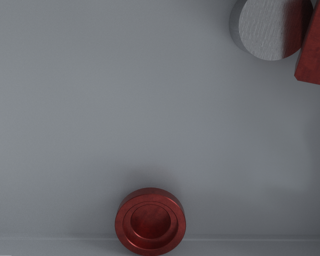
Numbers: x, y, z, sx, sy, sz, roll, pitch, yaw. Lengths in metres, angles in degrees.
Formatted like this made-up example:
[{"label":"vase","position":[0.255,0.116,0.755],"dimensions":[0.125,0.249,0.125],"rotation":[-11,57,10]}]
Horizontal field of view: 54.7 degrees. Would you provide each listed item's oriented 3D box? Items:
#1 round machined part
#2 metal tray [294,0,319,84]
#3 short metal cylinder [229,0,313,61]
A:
[{"label":"round machined part","position":[-0.013,0.130,0.447],"dimensions":[0.099,0.042,0.097],"rotation":[0,104,0]},{"label":"metal tray","position":[0.211,-0.079,0.300],"dimensions":[0.130,0.030,0.089],"rotation":[15,132,16]},{"label":"short metal cylinder","position":[0.125,-0.121,0.355],"dimensions":[0.081,0.050,0.079],"rotation":[0,110,-1]}]
